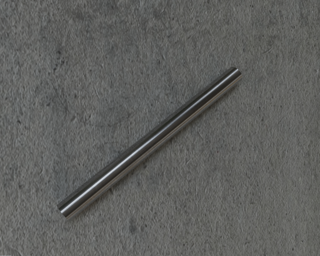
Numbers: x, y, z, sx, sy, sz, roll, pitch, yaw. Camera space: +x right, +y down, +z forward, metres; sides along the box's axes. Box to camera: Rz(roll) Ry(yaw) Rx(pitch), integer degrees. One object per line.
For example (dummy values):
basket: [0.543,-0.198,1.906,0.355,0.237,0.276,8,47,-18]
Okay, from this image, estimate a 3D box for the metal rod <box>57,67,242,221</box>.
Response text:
metal rod: [-0.002,0.011,0.411,0.301,0.025,0.025,-39,103,-16]
